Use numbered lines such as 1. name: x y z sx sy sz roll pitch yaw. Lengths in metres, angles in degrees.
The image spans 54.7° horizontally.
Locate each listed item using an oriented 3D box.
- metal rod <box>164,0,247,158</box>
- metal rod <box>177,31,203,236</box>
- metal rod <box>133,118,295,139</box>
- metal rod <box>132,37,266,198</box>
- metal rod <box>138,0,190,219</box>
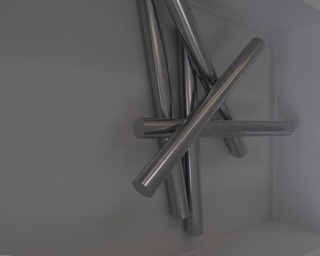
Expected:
1. metal rod: 0.070 -0.066 0.436 0.025 0.025 0.299 -51 129 -28
2. metal rod: 0.044 0.003 0.442 0.025 0.025 0.298 -5 93 -40
3. metal rod: 0.098 0.001 0.446 0.302 0.025 0.025 0 90 -36
4. metal rod: 0.066 -0.033 0.397 0.301 0.025 0.025 -49 119 -32
5. metal rod: 0.006 -0.024 0.411 0.025 0.025 0.298 -15 100 -39
